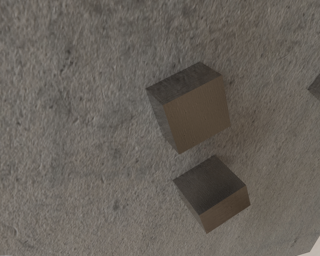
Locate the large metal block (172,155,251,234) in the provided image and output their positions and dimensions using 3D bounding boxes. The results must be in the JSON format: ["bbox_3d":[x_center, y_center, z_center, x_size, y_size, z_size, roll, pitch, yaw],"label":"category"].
[{"bbox_3d":[0.079,0.100,0.478,0.080,0.080,0.050,-30,129,-10],"label":"large metal block"}]

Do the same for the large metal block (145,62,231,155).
[{"bbox_3d":[0.038,-0.026,0.397,0.080,0.050,0.080,-28,128,-11],"label":"large metal block"}]

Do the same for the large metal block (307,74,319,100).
[{"bbox_3d":[0.310,-0.072,0.519,0.080,0.050,0.080,25,105,-37],"label":"large metal block"}]
